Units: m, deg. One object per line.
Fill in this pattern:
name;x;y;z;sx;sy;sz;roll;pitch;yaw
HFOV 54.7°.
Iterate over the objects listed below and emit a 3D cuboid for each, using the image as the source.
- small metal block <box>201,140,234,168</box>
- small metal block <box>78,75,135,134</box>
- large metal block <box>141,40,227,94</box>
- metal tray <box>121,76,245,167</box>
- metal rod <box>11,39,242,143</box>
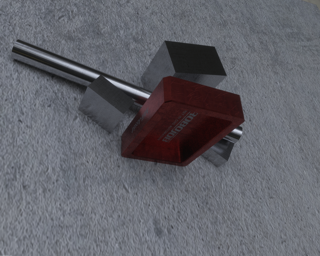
small metal block;0.075;0.019;0.437;0.050;0.025;0.050;36;51;-5
small metal block;-0.065;-0.027;0.371;0.050;0.050;0.025;38;51;-3
large metal block;0.030;-0.071;0.430;0.081;0.080;0.050;-2;63;-30
metal tray;0.019;0.001;0.350;0.091;0.129;0.030;12;57;-22
metal rod;-0.033;-0.043;0.397;0.302;0.025;0.025;20;54;-10
